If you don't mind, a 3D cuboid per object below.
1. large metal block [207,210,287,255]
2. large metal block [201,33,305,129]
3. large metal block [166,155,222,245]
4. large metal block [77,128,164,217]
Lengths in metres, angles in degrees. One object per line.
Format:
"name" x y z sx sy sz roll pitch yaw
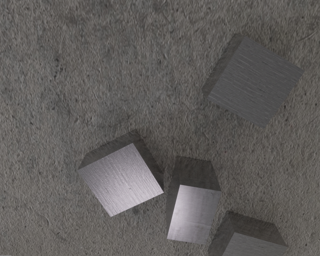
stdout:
"large metal block" 0.127 0.181 0.464 0.080 0.050 0.079 18 109 -7
"large metal block" 0.108 -0.058 0.376 0.080 0.050 0.080 27 108 -10
"large metal block" 0.041 0.093 0.415 0.050 0.080 0.079 10 110 -4
"large metal block" -0.049 0.060 0.418 0.080 0.050 0.080 -27 108 9
